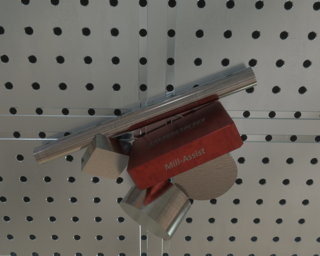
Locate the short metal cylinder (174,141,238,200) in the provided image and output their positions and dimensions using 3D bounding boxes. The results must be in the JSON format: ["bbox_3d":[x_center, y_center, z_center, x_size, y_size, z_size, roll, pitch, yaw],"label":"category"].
[{"bbox_3d":[0.056,0.048,0.409,0.081,0.050,0.079,-2,119,-4],"label":"short metal cylinder"}]

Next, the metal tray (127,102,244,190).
[{"bbox_3d":[0.027,0.018,0.382,0.130,0.090,0.030,-25,108,9],"label":"metal tray"}]

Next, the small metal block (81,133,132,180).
[{"bbox_3d":[-0.071,0.039,0.410,0.050,0.025,0.050,18,126,-27],"label":"small metal block"}]

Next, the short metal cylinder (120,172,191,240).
[{"bbox_3d":[-0.006,0.103,0.411,0.080,0.080,0.050,45,63,-15],"label":"short metal cylinder"}]

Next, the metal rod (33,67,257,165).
[{"bbox_3d":[-0.024,-0.013,0.404,0.301,0.025,0.025,-20,109,7],"label":"metal rod"}]
